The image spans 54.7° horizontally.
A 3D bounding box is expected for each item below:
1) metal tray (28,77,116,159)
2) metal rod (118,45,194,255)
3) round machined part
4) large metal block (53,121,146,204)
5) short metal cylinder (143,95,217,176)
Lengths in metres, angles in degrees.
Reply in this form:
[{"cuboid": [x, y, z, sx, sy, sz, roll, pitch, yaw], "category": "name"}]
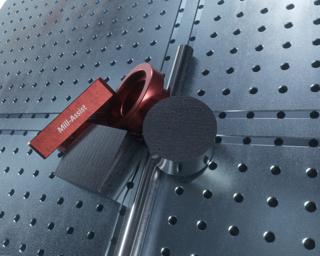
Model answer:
[{"cuboid": [-0.123, -0.018, 0.449, 0.130, 0.030, 0.090, -44, 13, -2], "category": "metal tray"}, {"cuboid": [0.001, 0.016, 0.398, 0.025, 0.025, 0.300, 1, 62, 29], "category": "metal rod"}, {"cuboid": [-0.026, -0.035, 0.416, 0.098, 0.042, 0.098, -37, 36, 34], "category": "round machined part"}, {"cuboid": [-0.078, 0.043, 0.407, 0.080, 0.050, 0.080, 11, 67, 32], "category": "large metal block"}, {"cuboid": [0.023, 0.010, 0.357, 0.080, 0.050, 0.080, -2, 64, 4], "category": "short metal cylinder"}]
